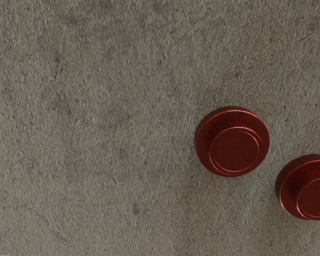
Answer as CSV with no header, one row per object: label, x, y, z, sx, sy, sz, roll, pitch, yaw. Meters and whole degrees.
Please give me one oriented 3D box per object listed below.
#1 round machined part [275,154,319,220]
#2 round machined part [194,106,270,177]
round machined part,0.218,0.089,0.435,0.099,0.042,0.097,0,110,0
round machined part,0.096,0.023,0.410,0.099,0.042,0.097,0,110,0
